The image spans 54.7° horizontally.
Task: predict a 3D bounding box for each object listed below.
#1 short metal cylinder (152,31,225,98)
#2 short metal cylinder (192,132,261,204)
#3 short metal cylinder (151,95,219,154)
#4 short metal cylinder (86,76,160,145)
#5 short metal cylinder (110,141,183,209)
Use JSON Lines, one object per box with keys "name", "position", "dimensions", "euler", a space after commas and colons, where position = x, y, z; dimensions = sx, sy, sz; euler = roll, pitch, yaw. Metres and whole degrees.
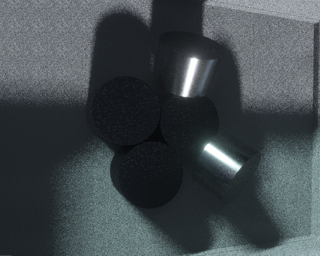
{"name": "short metal cylinder", "position": [0.034, -0.081, 0.386], "dimensions": [0.081, 0.080, 0.050], "euler": [-3, 130, -20]}
{"name": "short metal cylinder", "position": [0.088, 0.052, 0.408], "dimensions": [0.080, 0.050, 0.080], "euler": [-35, 145, -29]}
{"name": "short metal cylinder", "position": [0.029, -0.007, 0.407], "dimensions": [0.081, 0.050, 0.079], "euler": [0, 90, -21]}
{"name": "short metal cylinder", "position": [-0.046, -0.020, 0.379], "dimensions": [0.081, 0.050, 0.079], "euler": [0, 90, -21]}
{"name": "short metal cylinder", "position": [-0.018, 0.055, 0.390], "dimensions": [0.081, 0.050, 0.079], "euler": [0, 90, -21]}
